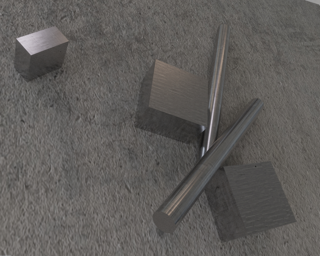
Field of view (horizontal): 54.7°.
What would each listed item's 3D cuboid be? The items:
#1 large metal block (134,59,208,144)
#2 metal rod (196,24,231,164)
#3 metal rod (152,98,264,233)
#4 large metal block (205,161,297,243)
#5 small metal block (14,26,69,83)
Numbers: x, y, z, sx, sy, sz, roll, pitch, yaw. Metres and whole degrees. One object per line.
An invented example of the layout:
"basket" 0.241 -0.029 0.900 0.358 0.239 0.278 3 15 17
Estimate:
"large metal block" 0.017 -0.034 0.417 0.081 0.050 0.080 19 55 -18
"metal rod" 0.089 -0.066 0.491 0.025 0.025 0.300 25 53 -13
"metal rod" 0.082 0.025 0.401 0.025 0.025 0.302 47 42 4
"large metal block" 0.110 0.091 0.391 0.081 0.050 0.080 -2 63 -29
"small metal block" -0.140 -0.087 0.365 0.025 0.050 0.050 48 51 5
